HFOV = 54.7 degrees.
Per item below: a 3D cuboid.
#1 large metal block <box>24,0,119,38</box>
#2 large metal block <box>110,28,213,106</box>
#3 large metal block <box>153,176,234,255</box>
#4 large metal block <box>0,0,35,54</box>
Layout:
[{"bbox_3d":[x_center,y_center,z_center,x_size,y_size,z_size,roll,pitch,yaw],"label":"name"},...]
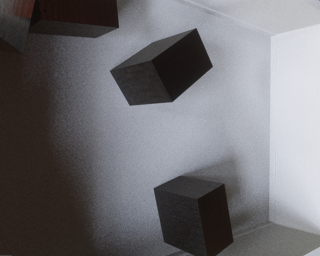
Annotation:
[{"bbox_3d":[-0.093,-0.139,0.312,0.081,0.050,0.079,-9,96,-40],"label":"large metal block"},{"bbox_3d":[0.002,-0.071,0.372,0.080,0.080,0.050,-43,116,-32],"label":"large metal block"},{"bbox_3d":[0.043,0.114,0.407,0.050,0.080,0.079,-18,102,-39],"label":"large metal block"},{"bbox_3d":[-0.148,-0.109,0.239,0.080,0.050,0.080,8,83,3],"label":"large metal block"}]
